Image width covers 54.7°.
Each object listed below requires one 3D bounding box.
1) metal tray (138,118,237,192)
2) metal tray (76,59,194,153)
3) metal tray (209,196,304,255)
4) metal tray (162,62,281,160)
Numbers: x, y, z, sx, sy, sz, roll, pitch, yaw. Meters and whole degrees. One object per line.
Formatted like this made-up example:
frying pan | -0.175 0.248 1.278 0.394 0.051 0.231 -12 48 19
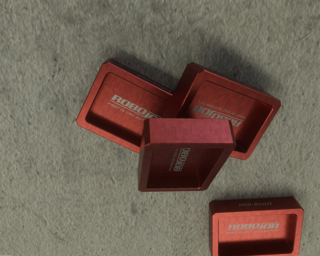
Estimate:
metal tray | 0.023 0.036 0.357 0.091 0.030 0.129 1 148 -7
metal tray | -0.029 -0.019 0.399 0.131 0.030 0.089 26 108 -10
metal tray | 0.141 0.152 0.465 0.131 0.030 0.089 -3 110 0
metal tray | 0.074 -0.016 0.378 0.131 0.030 0.089 15 111 -28
